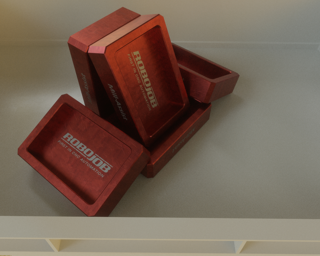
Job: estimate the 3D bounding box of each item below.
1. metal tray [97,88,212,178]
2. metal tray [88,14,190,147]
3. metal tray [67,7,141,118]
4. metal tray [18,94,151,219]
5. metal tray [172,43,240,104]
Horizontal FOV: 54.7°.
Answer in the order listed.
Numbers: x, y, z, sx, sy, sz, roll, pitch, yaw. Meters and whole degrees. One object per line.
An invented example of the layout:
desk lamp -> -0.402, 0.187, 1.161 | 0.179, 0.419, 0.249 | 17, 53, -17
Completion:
metal tray -> -0.005, -0.007, 0.405 | 0.090, 0.030, 0.131 | 32, 57, 23
metal tray -> -0.017, -0.054, 0.364 | 0.030, 0.129, 0.090 | 15, 47, 43
metal tray -> -0.059, -0.073, 0.394 | 0.030, 0.129, 0.090 | 32, 57, 25
metal tray -> -0.088, 0.029, 0.352 | 0.130, 0.030, 0.090 | 33, 81, 24
metal tray -> 0.038, -0.085, 0.449 | 0.130, 0.030, 0.091 | 32, 31, 23
